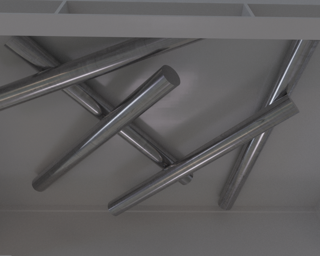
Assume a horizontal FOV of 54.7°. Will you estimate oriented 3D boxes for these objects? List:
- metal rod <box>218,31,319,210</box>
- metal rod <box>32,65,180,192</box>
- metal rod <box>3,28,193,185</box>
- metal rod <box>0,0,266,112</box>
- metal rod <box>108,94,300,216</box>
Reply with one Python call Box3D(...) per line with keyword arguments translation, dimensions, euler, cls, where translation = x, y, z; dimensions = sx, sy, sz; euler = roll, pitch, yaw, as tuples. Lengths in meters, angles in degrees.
Box3D(translation=(0.133, 0.015, 0.422), dimensions=(0.025, 0.025, 0.298), euler=(7, 130, -6), cls="metal rod")
Box3D(translation=(-0.088, 0.018, 0.395), dimensions=(0.025, 0.025, 0.299), euler=(34, 131, -26), cls="metal rod")
Box3D(translation=(-0.058, -0.010, 0.399), dimensions=(0.025, 0.025, 0.300), euler=(-34, 123, 25), cls="metal rod")
Box3D(translation=(-0.042, -0.075, 0.322), dimensions=(0.301, 0.025, 0.025), euler=(-18, 128, 6), cls="metal rod")
Box3D(translation=(0.040, 0.048, 0.416), dimensions=(0.299, 0.025, 0.025), euler=(-34, 122, 25), cls="metal rod")
